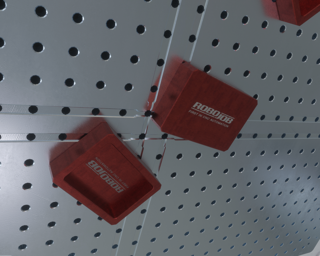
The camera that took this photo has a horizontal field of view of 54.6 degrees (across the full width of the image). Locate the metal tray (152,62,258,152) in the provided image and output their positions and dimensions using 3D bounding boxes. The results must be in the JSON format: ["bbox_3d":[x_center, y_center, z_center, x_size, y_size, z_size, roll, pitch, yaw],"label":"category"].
[{"bbox_3d":[0.064,-0.024,0.427,0.131,0.030,0.090,18,109,-35],"label":"metal tray"}]

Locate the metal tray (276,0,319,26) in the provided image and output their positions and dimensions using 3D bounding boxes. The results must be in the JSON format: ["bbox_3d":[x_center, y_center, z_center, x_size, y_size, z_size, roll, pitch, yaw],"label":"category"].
[{"bbox_3d":[0.181,-0.205,0.378,0.090,0.030,0.130,-37,129,-4],"label":"metal tray"}]

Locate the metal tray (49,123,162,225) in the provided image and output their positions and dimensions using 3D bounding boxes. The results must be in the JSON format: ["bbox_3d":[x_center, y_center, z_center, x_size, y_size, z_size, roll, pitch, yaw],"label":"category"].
[{"bbox_3d":[-0.067,0.065,0.410,0.090,0.030,0.130,-39,129,-2],"label":"metal tray"}]
